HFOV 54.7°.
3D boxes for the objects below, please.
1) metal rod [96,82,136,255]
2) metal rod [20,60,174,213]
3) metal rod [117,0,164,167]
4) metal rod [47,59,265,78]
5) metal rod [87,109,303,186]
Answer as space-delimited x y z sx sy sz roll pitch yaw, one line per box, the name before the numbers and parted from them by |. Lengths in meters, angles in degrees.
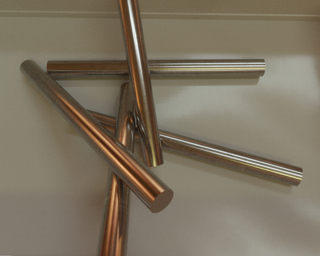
metal rod | -0.041 0.047 0.320 0.025 0.025 0.300 -1 42 0
metal rod | -0.092 -0.012 0.351 0.025 0.025 0.300 -42 52 -14
metal rod | -0.031 -0.102 0.370 0.025 0.025 0.298 -9 94 -3
metal rod | -0.005 -0.085 0.440 0.302 0.025 0.025 -1 70 -1
metal rod | 0.028 0.022 0.401 0.301 0.025 0.025 15 71 5
